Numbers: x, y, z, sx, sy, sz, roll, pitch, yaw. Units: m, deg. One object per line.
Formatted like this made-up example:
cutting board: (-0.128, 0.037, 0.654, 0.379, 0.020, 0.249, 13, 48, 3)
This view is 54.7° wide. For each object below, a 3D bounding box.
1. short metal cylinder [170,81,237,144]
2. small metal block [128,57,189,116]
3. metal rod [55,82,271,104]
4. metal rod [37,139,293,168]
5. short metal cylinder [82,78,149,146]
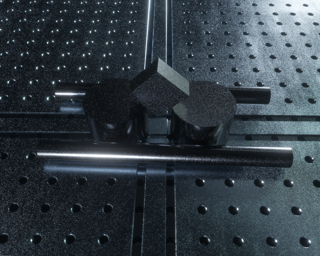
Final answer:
short metal cylinder: (0.054, -0.016, 0.401, 0.081, 0.050, 0.080, 0, 50, 0)
small metal block: (-0.001, -0.047, 0.366, 0.050, 0.050, 0.025, 33, 42, -30)
metal rod: (0.004, -0.050, 0.445, 0.302, 0.025, 0.025, 2, 50, 1)
metal rod: (0.005, 0.031, 0.377, 0.302, 0.025, 0.025, 2, 50, 1)
short metal cylinder: (-0.055, -0.019, 0.403, 0.081, 0.050, 0.080, 0, 50, 0)
